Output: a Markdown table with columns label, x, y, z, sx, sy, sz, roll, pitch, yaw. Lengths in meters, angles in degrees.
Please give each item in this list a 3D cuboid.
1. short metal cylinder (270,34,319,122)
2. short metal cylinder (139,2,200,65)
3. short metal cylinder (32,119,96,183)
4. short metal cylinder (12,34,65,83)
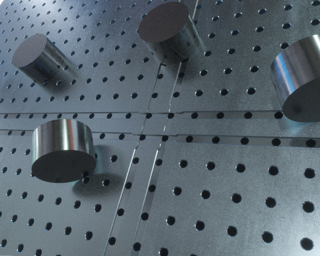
| label | x | y | z | sx | sy | sz | roll | pitch | yaw |
| --- | --- | --- | --- | --- | --- | --- | --- | --- | --- |
| short metal cylinder | 0.161 | -0.049 | 0.318 | 0.080 | 0.080 | 0.050 | -17 | 55 | 18 |
| short metal cylinder | 0.015 | -0.144 | 0.471 | 0.080 | 0.050 | 0.080 | -13 | 56 | 20 |
| short metal cylinder | -0.130 | 0.033 | 0.419 | 0.080 | 0.080 | 0.050 | -26 | 53 | 12 |
| short metal cylinder | -0.232 | -0.132 | 0.592 | 0.080 | 0.050 | 0.080 | -13 | 56 | 20 |
